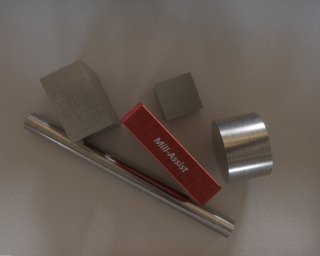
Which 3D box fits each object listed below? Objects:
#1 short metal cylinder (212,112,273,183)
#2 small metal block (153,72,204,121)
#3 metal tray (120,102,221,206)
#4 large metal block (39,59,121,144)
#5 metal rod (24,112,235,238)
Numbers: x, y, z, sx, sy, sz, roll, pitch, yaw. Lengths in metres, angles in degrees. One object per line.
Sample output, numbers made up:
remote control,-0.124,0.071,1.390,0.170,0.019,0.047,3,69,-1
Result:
short metal cylinder,0.099,0.024,0.384,0.050,0.080,0.080,-12,90,1
small metal block,0.024,-0.040,0.409,0.050,0.025,0.050,-20,90,-1
metal tray,0.012,0.029,0.377,0.030,0.090,0.130,-44,91,0
large metal block,-0.093,-0.029,0.381,0.050,0.080,0.080,-26,90,0
metal rod,-0.039,0.062,0.410,0.301,0.025,0.025,29,90,-1
